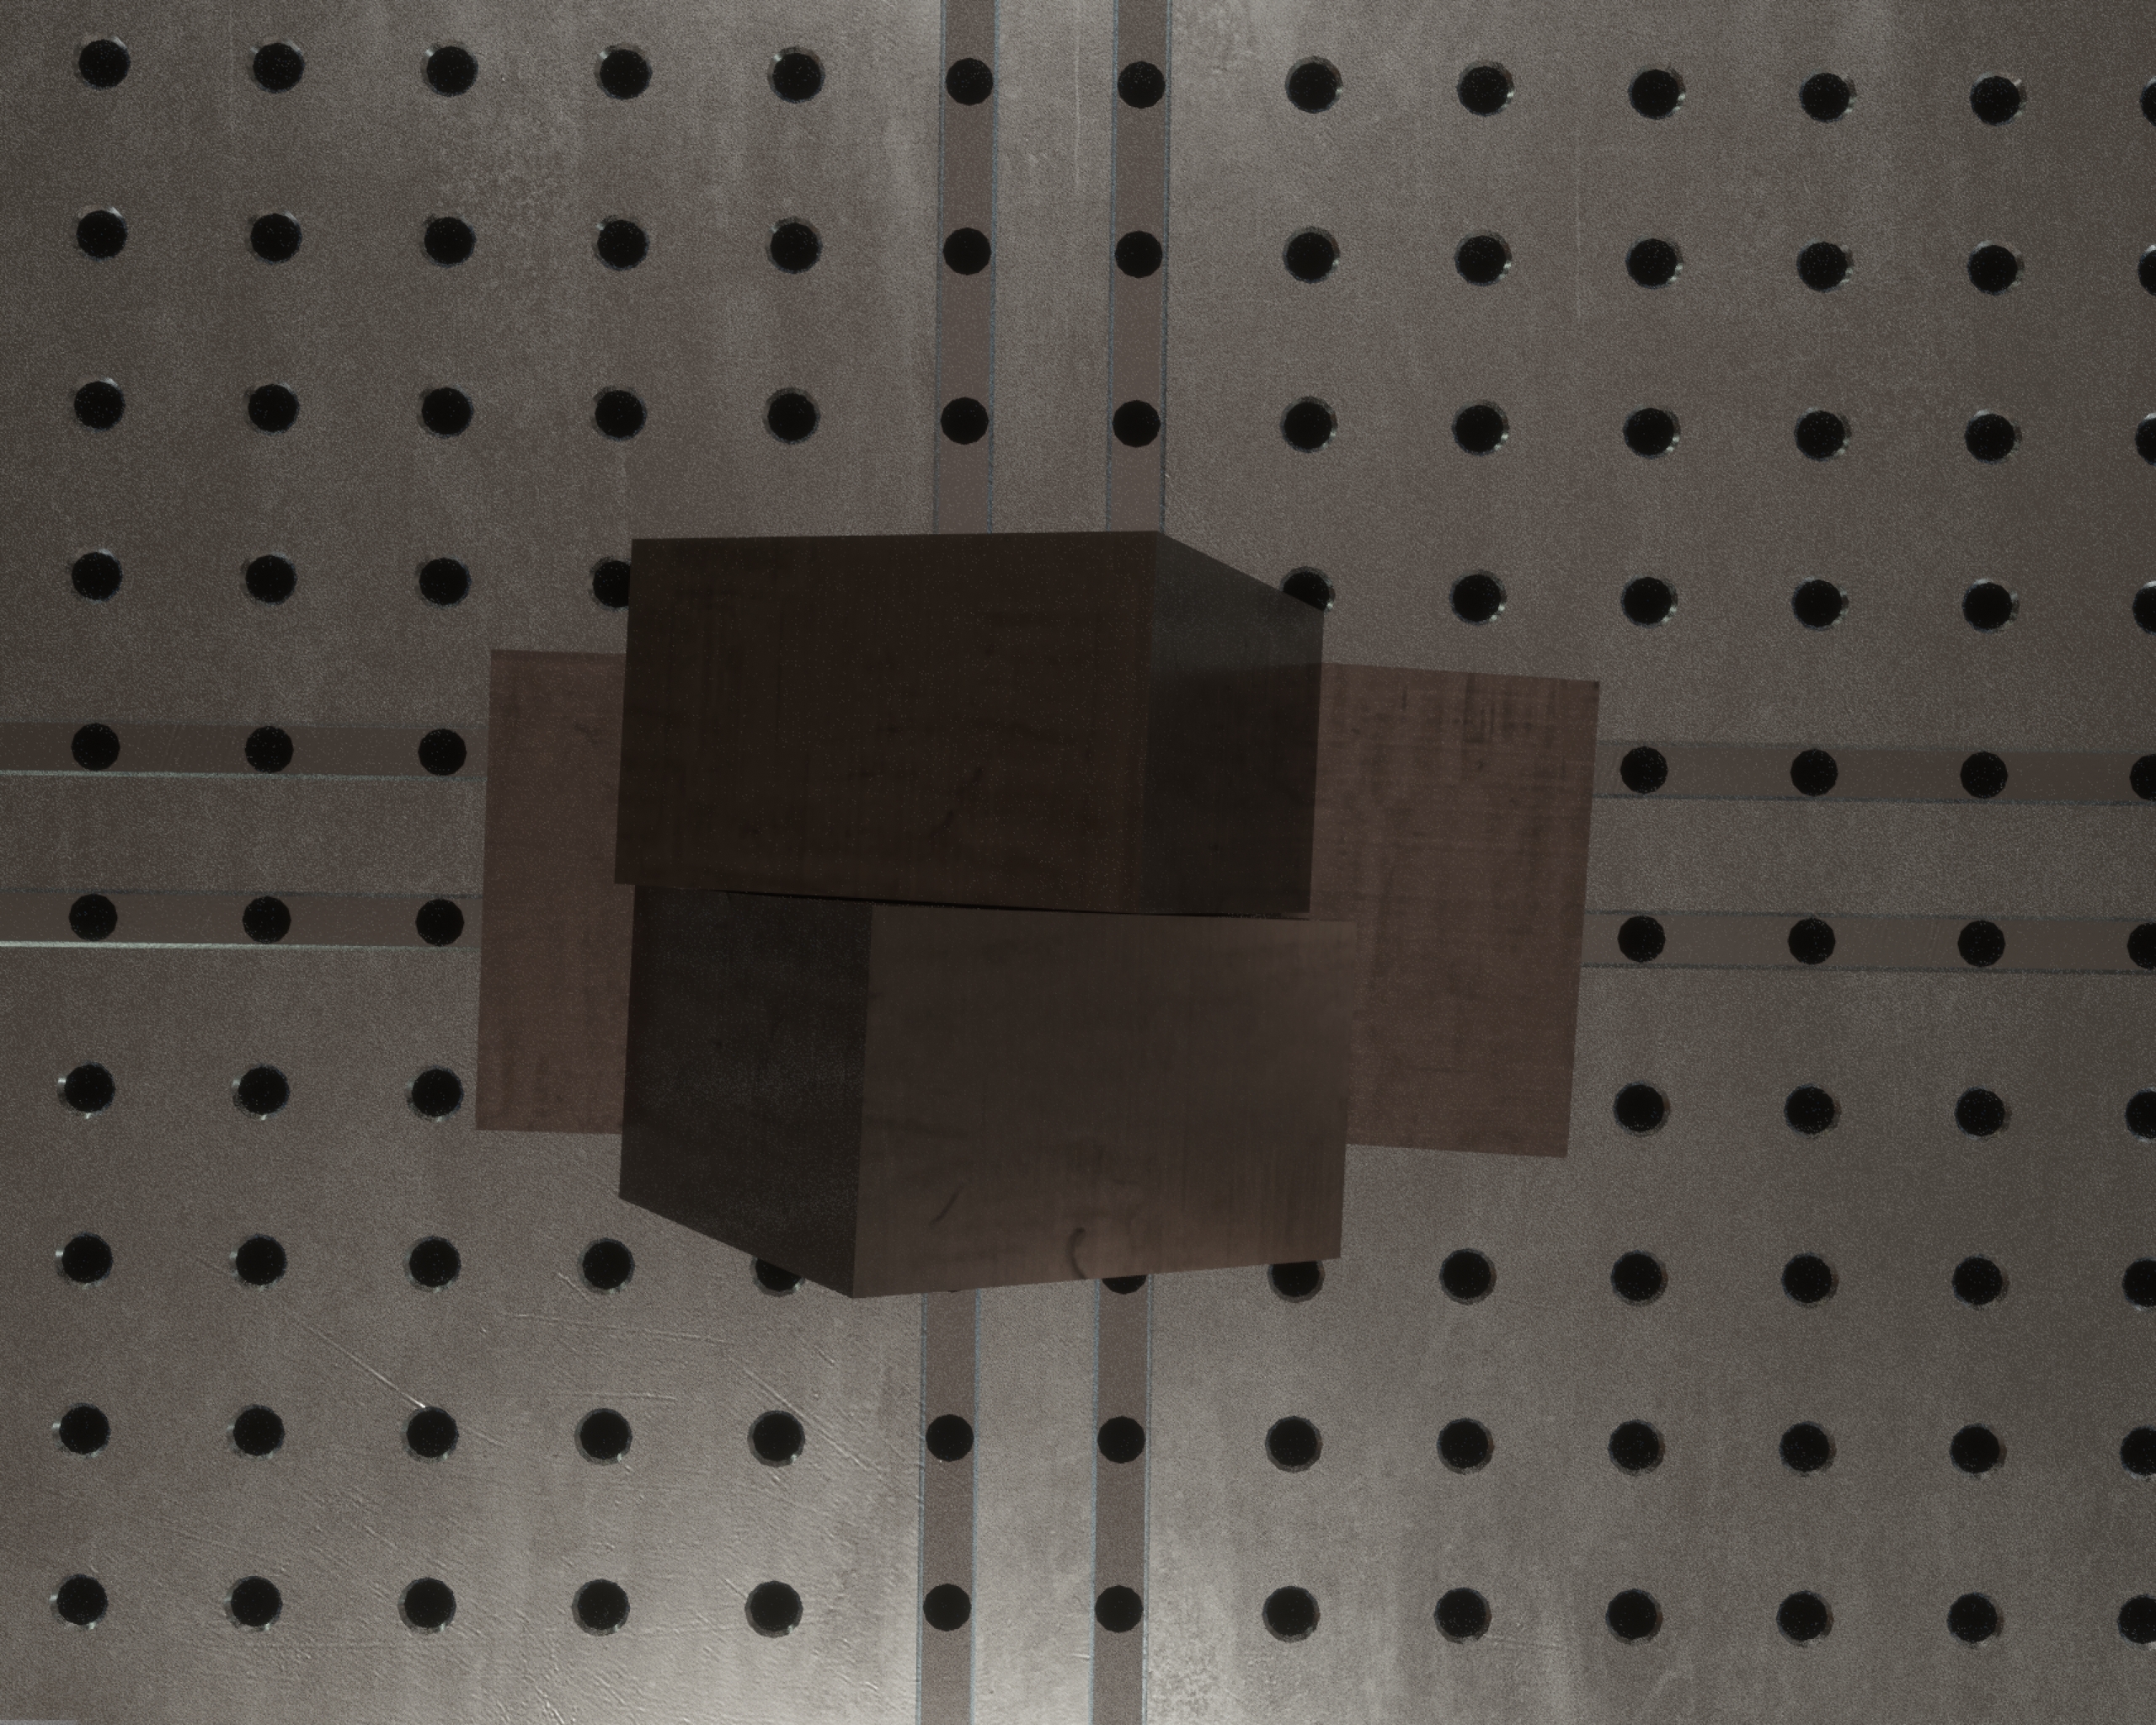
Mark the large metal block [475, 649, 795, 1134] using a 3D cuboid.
[{"bbox_3d":[-0.073,0.005,0.385,0.050,0.080,0.079,2,90,0],"label":"large metal block"}]

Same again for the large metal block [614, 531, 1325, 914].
[{"bbox_3d":[-0.013,-0.019,0.322,0.080,0.080,0.050,3,90,22],"label":"large metal block"}]

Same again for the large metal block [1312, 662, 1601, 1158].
[{"bbox_3d":[0.059,0.008,0.386,0.050,0.080,0.079,4,90,0],"label":"large metal block"}]

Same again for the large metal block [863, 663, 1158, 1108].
[{"bbox_3d":[-0.006,0.005,0.399,0.081,0.050,0.079,3,90,-1],"label":"large metal block"}]

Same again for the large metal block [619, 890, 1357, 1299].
[{"bbox_3d":[-0.016,0.031,0.319,0.081,0.080,0.050,3,90,-34],"label":"large metal block"}]
